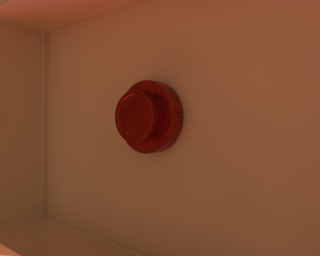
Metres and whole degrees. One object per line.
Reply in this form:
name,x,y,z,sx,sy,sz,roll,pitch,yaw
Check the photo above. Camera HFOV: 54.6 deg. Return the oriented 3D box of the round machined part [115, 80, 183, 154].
round machined part,-0.021,-0.015,0.411,0.098,0.042,0.097,0,90,40
